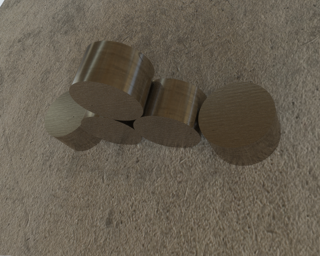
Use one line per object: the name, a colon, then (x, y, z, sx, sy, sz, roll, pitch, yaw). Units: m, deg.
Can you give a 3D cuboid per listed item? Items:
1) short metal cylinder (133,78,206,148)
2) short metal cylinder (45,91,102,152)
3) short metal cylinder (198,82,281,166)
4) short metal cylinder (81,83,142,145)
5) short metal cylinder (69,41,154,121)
short metal cylinder: (0.014, -0.016, 0.373, 0.080, 0.080, 0.050, 0, 61, 28)
short metal cylinder: (-0.121, -0.012, 0.460, 0.080, 0.050, 0.080, -13, 57, 21)
short metal cylinder: (0.089, -0.004, 0.344, 0.080, 0.050, 0.080, -13, 57, 21)
short metal cylinder: (-0.057, -0.017, 0.411, 0.080, 0.080, 0.050, 0, 62, 28)
short metal cylinder: (-0.051, -0.049, 0.338, 0.080, 0.080, 0.050, 1, 63, 28)
